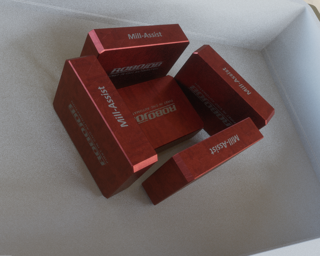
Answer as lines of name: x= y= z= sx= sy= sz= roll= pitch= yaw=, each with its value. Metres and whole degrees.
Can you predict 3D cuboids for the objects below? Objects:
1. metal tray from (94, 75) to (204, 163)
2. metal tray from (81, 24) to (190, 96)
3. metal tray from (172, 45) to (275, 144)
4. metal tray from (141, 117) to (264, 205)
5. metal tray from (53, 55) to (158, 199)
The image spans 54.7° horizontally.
metal tray: x=-0.016 y=-0.013 z=0.400 sx=0.131 sy=0.030 sz=0.090 roll=-22 pitch=74 yaw=-36
metal tray: x=-0.036 y=-0.087 z=0.396 sx=0.131 sy=0.090 sz=0.030 roll=-17 pitch=71 yaw=-35
metal tray: x=0.080 y=-0.039 z=0.431 sx=0.130 sy=0.090 sz=0.030 roll=45 pitch=52 yaw=3
metal tray: x=0.051 y=0.038 z=0.367 sx=0.131 sy=0.090 sz=0.030 roll=-23 pitch=74 yaw=-36
metal tray: x=-0.064 y=0.001 z=0.327 sx=0.030 sy=0.090 sz=0.130 roll=-23 pitch=75 yaw=-37
